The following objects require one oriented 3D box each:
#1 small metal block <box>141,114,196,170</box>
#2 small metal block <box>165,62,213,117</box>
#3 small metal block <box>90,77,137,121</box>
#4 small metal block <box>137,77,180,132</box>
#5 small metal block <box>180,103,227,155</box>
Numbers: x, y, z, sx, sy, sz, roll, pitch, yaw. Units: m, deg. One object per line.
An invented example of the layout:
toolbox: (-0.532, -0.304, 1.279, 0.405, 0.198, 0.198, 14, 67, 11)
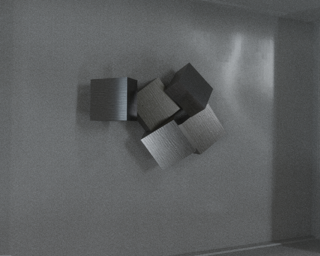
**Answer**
small metal block: (0.012, 0.018, 0.402, 0.050, 0.025, 0.050, -32, 102, 14)
small metal block: (0.040, -0.051, 0.412, 0.050, 0.025, 0.050, 45, 41, -15)
small metal block: (-0.056, -0.033, 0.374, 0.050, 0.025, 0.050, 0, 89, 23)
small metal block: (-0.011, -0.030, 0.406, 0.050, 0.025, 0.050, -39, 103, -16)
small metal block: (0.056, 0.001, 0.431, 0.050, 0.025, 0.050, -38, 102, -16)
